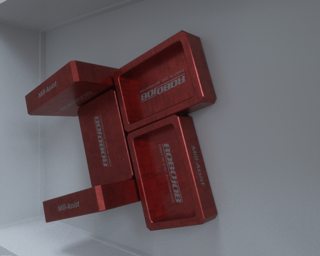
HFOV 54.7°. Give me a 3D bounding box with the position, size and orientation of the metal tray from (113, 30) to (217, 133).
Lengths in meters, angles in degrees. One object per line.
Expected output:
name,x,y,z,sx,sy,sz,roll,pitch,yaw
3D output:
metal tray,0.000,-0.054,0.399,0.130,0.030,0.090,-22,77,37

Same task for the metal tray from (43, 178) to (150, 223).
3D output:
metal tray,-0.089,0.100,0.431,0.130,0.091,0.030,-22,77,37

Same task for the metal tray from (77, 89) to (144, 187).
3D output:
metal tray,-0.073,0.018,0.458,0.090,0.030,0.129,-22,76,37

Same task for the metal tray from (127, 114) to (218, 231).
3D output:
metal tray,0.011,0.057,0.390,0.090,0.030,0.129,-22,76,37

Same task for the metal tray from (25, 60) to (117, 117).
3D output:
metal tray,-0.127,-0.053,0.461,0.130,0.091,0.030,-23,76,37
